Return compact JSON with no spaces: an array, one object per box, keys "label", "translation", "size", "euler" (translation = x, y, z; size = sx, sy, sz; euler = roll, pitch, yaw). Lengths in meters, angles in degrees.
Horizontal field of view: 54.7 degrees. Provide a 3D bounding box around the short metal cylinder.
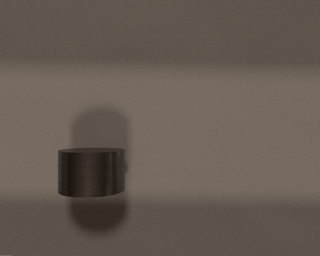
[{"label":"short metal cylinder","translation":[-0.084,0.052,0.383],"size":[0.081,0.080,0.050],"euler":[0,90,-1]}]
